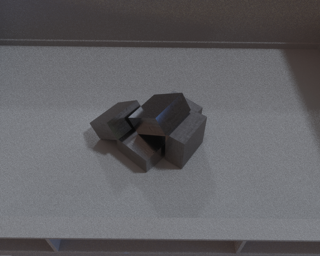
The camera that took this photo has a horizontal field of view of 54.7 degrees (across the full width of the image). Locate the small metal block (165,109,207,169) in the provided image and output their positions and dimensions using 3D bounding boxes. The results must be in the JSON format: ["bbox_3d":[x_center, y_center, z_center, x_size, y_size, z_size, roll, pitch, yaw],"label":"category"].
[{"bbox_3d":[0.031,0.013,0.376,0.025,0.050,0.050,29,56,21],"label":"small metal block"}]

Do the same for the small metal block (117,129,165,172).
[{"bbox_3d":[-0.018,0.019,0.387,0.050,0.025,0.050,35,58,25],"label":"small metal block"}]

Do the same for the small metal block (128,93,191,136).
[{"bbox_3d":[-0.001,-0.017,0.369,0.050,0.025,0.050,3,40,48],"label":"small metal block"}]

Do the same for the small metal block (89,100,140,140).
[{"bbox_3d":[-0.054,-0.010,0.395,0.050,0.025,0.050,-41,23,-28],"label":"small metal block"}]

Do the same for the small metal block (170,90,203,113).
[{"bbox_3d":[0.021,-0.018,0.418,0.050,0.025,0.050,35,58,25],"label":"small metal block"}]
